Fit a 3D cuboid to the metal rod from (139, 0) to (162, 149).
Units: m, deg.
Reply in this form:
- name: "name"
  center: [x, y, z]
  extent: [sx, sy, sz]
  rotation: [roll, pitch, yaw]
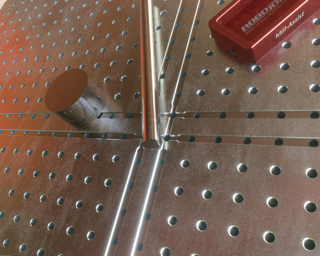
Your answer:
- name: "metal rod"
  center: [-0.018, -0.105, 0.481]
  extent: [0.025, 0.025, 0.299]
  rotation: [-16, 55, 19]

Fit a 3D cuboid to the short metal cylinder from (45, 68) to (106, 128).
- name: "short metal cylinder"
  center: [-0.133, -0.047, 0.492]
  extent: [0.080, 0.050, 0.080]
  rotation: [-13, 56, 21]

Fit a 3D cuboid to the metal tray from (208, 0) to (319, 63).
- name: "metal tray"
  center: [0.144, -0.159, 0.426]
  extent: [0.130, 0.030, 0.090]
  rotation: [-40, 51, 0]
